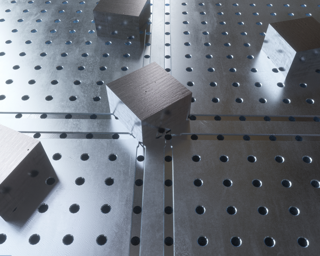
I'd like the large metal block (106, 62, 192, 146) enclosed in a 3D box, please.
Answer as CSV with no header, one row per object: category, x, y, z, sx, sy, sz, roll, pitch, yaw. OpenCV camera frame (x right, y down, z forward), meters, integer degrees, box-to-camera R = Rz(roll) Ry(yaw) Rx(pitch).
large metal block,-0.015,-0.035,0.421,0.081,0.050,0.080,-30,57,-23

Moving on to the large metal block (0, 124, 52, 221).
large metal block,-0.187,0.045,0.351,0.080,0.050,0.080,20,53,16

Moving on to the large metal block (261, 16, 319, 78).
large metal block,0.228,-0.134,0.507,0.081,0.050,0.080,-13,51,-11

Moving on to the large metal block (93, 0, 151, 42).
large metal block,-0.066,-0.206,0.564,0.080,0.050,0.080,10,51,8
